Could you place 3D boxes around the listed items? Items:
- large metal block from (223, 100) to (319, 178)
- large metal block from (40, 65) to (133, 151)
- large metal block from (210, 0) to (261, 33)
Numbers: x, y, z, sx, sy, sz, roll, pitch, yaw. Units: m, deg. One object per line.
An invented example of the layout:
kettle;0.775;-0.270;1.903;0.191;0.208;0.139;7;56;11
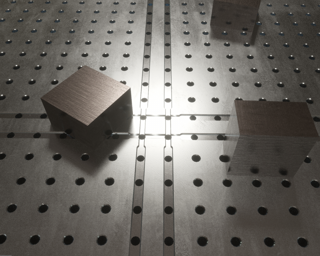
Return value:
large metal block;0.122;0.014;0.362;0.081;0.080;0.050;2;50;1
large metal block;-0.094;-0.029;0.415;0.080;0.050;0.080;28;55;21
large metal block;0.147;-0.232;0.588;0.080;0.050;0.080;15;52;12
